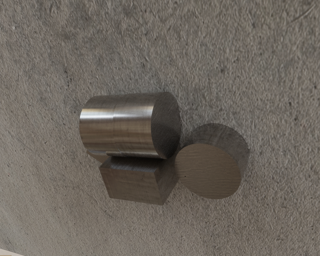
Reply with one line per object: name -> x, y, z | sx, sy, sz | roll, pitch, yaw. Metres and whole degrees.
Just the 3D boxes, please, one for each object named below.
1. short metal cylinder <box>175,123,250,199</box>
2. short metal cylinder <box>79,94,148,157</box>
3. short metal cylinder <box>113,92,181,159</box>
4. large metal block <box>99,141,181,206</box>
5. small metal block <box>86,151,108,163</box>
short metal cylinder -> 0.065, 0.040, 0.382 | 0.080, 0.050, 0.079 | 13, 124, 21
short metal cylinder -> -0.058, -0.003, 0.402 | 0.050, 0.080, 0.080 | 1, 119, 28
short metal cylinder -> -0.013, -0.003, 0.378 | 0.050, 0.080, 0.080 | 1, 119, 28
large metal block -> -0.021, 0.054, 0.418 | 0.080, 0.080, 0.050 | 1, 119, 28
small metal block -> -0.078, 0.028, 0.468 | 0.050, 0.025, 0.050 | 33, 129, 6
